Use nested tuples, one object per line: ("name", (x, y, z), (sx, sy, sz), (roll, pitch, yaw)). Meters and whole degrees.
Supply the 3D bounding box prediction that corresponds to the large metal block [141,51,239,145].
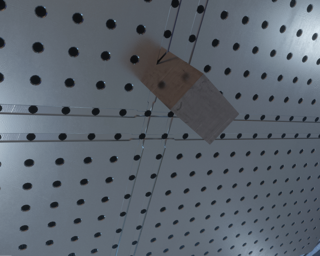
("large metal block", (0.035, -0.037, 0.371), (0.050, 0.080, 0.080), (-47, 129, 5))
